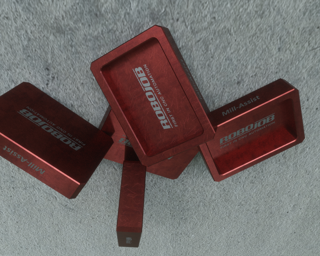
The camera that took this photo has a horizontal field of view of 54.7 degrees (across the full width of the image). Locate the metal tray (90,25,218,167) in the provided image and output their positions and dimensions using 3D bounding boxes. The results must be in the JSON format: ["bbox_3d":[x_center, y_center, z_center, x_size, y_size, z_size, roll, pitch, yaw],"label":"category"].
[{"bbox_3d":[-0.006,-0.033,0.339,0.090,0.030,0.130,-25,97,19],"label":"metal tray"}]

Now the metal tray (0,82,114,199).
[{"bbox_3d":[-0.128,0.010,0.353,0.130,0.090,0.030,35,123,-6],"label":"metal tray"}]

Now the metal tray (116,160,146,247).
[{"bbox_3d":[-0.040,0.111,0.434,0.030,0.090,0.129,5,151,-4],"label":"metal tray"}]

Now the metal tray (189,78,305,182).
[{"bbox_3d":[0.111,0.006,0.390,0.130,0.030,0.090,-26,127,2],"label":"metal tray"}]

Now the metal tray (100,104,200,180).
[{"bbox_3d":[-0.016,0.016,0.419,0.131,0.030,0.089,20,127,-17],"label":"metal tray"}]
